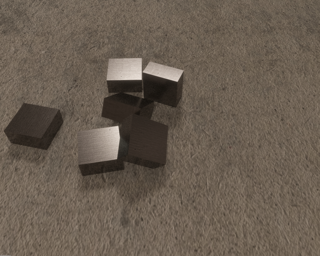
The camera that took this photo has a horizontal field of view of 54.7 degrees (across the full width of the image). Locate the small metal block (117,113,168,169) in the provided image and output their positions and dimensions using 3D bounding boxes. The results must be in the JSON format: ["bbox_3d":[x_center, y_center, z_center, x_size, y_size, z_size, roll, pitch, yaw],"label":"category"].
[{"bbox_3d":[-0.019,0.017,0.366,0.050,0.025,0.050,19,62,-30],"label":"small metal block"}]

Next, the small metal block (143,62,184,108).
[{"bbox_3d":[0.004,-0.061,0.438,0.050,0.050,0.025,18,52,14],"label":"small metal block"}]

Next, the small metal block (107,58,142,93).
[{"bbox_3d":[-0.052,-0.080,0.470,0.050,0.025,0.050,-1,50,-2],"label":"small metal block"}]

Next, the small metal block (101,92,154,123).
[{"bbox_3d":[-0.041,-0.025,0.409,0.050,0.025,0.050,17,19,13],"label":"small metal block"}]

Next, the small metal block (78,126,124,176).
[{"bbox_3d":[-0.072,0.028,0.379,0.050,0.025,0.050,-8,51,-7],"label":"small metal block"}]

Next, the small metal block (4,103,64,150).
[{"bbox_3d":[-0.163,-0.003,0.403,0.050,0.025,0.050,10,51,8],"label":"small metal block"}]
